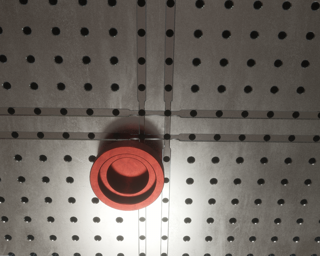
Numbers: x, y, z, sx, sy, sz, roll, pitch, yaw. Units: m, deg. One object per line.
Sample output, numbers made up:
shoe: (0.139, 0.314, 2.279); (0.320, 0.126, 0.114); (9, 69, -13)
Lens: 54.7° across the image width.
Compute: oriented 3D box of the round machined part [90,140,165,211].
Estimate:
round machined part: (-0.043, 0.061, 0.426); (0.099, 0.042, 0.097); (0, 110, -1)
